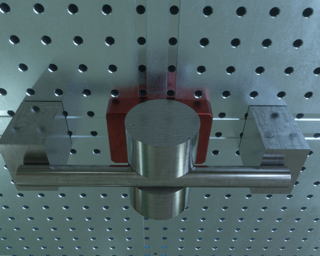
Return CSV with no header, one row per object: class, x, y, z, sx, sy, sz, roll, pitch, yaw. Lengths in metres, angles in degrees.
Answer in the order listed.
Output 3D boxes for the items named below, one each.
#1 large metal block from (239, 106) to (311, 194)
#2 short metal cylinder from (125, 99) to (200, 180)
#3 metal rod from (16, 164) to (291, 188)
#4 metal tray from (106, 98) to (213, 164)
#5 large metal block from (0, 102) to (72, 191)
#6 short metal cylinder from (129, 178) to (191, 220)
large metal block,0.141,0.028,0.399,0.050,0.080,0.079,1,130,-1
short metal cylinder,0.002,0.011,0.346,0.081,0.080,0.050,1,130,-1
metal rod,-0.006,0.055,0.352,0.302,0.025,0.025,0,130,-1
metal tray,-0.001,0.006,0.413,0.131,0.030,0.089,1,130,-1
large metal block,-0.152,0.022,0.391,0.050,0.080,0.079,1,130,-1
short metal cylinder,0.000,0.068,0.394,0.081,0.080,0.050,1,130,-1
